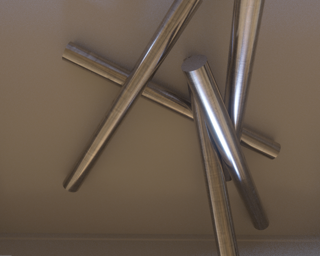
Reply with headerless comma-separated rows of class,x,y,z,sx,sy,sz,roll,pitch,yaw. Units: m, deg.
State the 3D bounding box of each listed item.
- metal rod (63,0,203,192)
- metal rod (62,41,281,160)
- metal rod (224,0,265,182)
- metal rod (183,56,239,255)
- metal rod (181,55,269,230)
metal rod,-0.047,-0.027,0.377,0.025,0.025,0.298,31,116,-11
metal rod,0.022,-0.031,0.399,0.301,0.025,0.025,25,108,-9
metal rod,0.082,-0.037,0.330,0.025,0.025,0.298,-5,136,2
metal rod,0.066,0.061,0.374,0.025,0.025,0.298,-10,87,3
metal rod,0.091,0.042,0.374,0.025,0.025,0.299,-24,129,9
